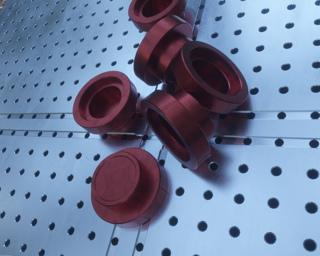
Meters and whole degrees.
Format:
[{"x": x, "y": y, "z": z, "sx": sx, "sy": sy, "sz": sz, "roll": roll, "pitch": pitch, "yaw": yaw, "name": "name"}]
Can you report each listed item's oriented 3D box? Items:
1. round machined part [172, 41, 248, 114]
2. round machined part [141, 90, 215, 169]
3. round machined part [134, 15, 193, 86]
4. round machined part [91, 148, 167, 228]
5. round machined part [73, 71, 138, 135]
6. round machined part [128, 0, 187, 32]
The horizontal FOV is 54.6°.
[{"x": 0.056, "y": -0.056, "z": 0.379, "sx": 0.042, "sy": 0.099, "sz": 0.098, "roll": -47, "pitch": 41, "yaw": 41, "name": "round machined part"}, {"x": 0.025, "y": -0.004, "z": 0.354, "sx": 0.042, "sy": 0.098, "sz": 0.098, "roll": -38, "pitch": 50, "yaw": -14, "name": "round machined part"}, {"x": 0.014, "y": -0.097, "z": 0.419, "sx": 0.042, "sy": 0.098, "sz": 0.098, "roll": 39, "pitch": 83, "yaw": 18, "name": "round machined part"}, {"x": -0.044, "y": 0.068, "z": 0.380, "sx": 0.098, "sy": 0.042, "sz": 0.098, "roll": -13, "pitch": 56, "yaw": 21, "name": "round machined part"}, {"x": -0.076, "y": -0.033, "z": 0.459, "sx": 0.098, "sy": 0.042, "sz": 0.098, "roll": -13, "pitch": 56, "yaw": 21, "name": "round machined part"}, {"x": 0.000, "y": -0.198, "z": 0.520, "sx": 0.098, "sy": 0.042, "sz": 0.098, "roll": -13, "pitch": 56, "yaw": 21, "name": "round machined part"}]
